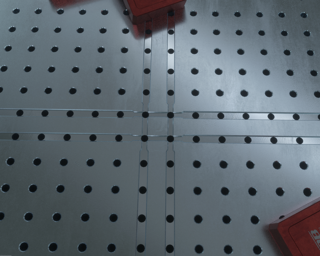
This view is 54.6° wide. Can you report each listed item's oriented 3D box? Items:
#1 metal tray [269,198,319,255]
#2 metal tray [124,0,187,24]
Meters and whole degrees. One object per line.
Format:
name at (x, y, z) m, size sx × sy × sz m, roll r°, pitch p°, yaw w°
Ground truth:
metal tray at (0.200, 0.152, 0.354) m, size 0.090 × 0.030 × 0.130 m, roll -24°, pitch 72°, yaw -9°
metal tray at (-0.023, -0.237, 0.474) m, size 0.090 × 0.030 × 0.130 m, roll -22°, pitch 90°, yaw -8°
